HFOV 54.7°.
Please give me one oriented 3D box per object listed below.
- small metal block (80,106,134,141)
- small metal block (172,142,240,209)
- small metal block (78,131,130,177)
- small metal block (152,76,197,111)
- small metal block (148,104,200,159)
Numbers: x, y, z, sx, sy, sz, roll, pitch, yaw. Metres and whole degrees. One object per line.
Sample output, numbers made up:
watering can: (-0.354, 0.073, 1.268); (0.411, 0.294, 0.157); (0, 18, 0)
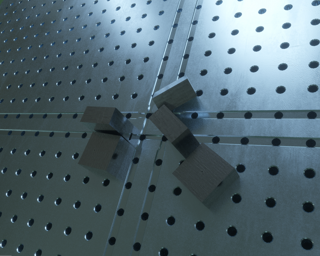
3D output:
small metal block: (-0.073, -0.006, 0.433); (0.050, 0.050, 0.025); (4, 64, 30)
small metal block: (0.051, 0.053, 0.348); (0.050, 0.025, 0.050); (-46, 51, -4)
small metal block: (-0.076, 0.035, 0.425); (0.050, 0.025, 0.050); (8, 65, 31)
small metal block: (0.019, -0.044, 0.407); (0.050, 0.025, 0.050); (-29, 12, 9)
small metal block: (0.019, 0.006, 0.378); (0.025, 0.050, 0.050); (-42, 51, 0)
